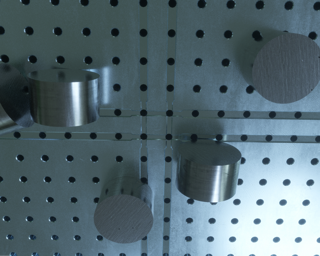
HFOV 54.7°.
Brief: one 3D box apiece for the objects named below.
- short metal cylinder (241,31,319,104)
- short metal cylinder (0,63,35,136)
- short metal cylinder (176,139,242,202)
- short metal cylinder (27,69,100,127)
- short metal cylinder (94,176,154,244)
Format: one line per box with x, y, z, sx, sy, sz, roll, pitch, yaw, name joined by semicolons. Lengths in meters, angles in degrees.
0.145;-0.074;0.374;0.081;0.050;0.079;0;110;0;short metal cylinder
-0.193;-0.031;0.371;0.050;0.080;0.080;-17;109;6;short metal cylinder
0.062;0.053;0.404;0.081;0.080;0.050;2;110;-1;short metal cylinder
-0.113;-0.038;0.369;0.081;0.080;0.050;3;110;-2;short metal cylinder
-0.049;0.116;0.442;0.081;0.050;0.079;0;110;0;short metal cylinder
